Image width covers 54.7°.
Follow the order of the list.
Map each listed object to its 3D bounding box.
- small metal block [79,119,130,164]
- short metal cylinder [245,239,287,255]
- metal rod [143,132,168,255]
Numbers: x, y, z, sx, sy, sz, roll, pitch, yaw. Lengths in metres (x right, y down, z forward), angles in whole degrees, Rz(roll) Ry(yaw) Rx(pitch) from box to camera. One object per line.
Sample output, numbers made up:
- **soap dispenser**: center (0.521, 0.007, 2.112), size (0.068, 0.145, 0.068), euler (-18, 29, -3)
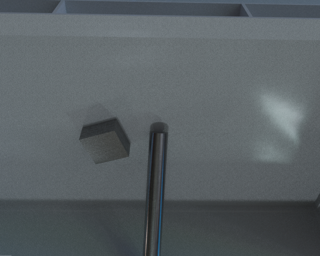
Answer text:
- **small metal block**: center (-0.074, 0.019, 0.425), size (0.050, 0.025, 0.050), euler (-14, 129, 11)
- **short metal cylinder**: center (0.205, 0.268, 0.607), size (0.081, 0.080, 0.050), euler (-1, 130, 0)
- **metal rod**: center (-0.010, 0.154, 0.432), size (0.025, 0.025, 0.298), euler (3, 96, -3)
